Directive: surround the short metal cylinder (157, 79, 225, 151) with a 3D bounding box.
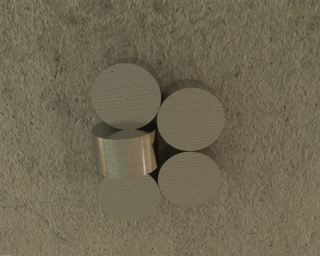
[{"bbox_3d":[0.037,-0.018,0.391,0.081,0.050,0.079,0,111,0],"label":"short metal cylinder"}]

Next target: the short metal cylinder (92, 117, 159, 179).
[{"bbox_3d":[-0.042,0.022,0.389,0.080,0.080,0.050,-3,110,1],"label":"short metal cylinder"}]

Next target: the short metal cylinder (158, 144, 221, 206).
[{"bbox_3d":[0.038,0.057,0.418,0.080,0.050,0.079,0,111,1],"label":"short metal cylinder"}]

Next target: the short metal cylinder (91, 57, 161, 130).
[{"bbox_3d":[-0.039,-0.044,0.381,0.080,0.050,0.079,0,110,1],"label":"short metal cylinder"}]

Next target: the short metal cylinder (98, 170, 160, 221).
[{"bbox_3d":[-0.040,0.079,0.426,0.080,0.050,0.079,0,110,1],"label":"short metal cylinder"}]
